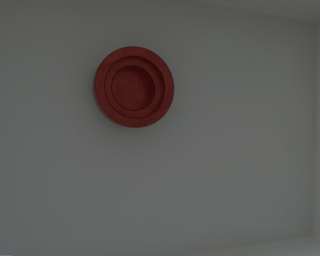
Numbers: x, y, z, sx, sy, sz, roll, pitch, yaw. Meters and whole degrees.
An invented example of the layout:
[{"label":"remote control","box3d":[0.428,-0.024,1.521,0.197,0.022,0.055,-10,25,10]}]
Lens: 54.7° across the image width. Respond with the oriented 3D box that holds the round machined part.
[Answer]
[{"label":"round machined part","box3d":[-0.035,-0.049,0.389,0.099,0.042,0.097,0,90,-21]}]
